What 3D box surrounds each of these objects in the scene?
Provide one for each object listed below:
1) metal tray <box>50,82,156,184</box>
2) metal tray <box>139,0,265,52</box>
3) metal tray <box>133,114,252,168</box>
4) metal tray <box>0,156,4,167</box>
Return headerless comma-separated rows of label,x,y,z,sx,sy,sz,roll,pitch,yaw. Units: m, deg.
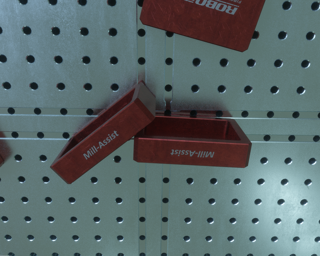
metal tray,-0.065,0.003,0.378,0.130,0.090,0.030,-37,106,12
metal tray,0.050,-0.149,0.357,0.131,0.030,0.089,14,109,-6
metal tray,0.036,0.013,0.383,0.131,0.090,0.030,3,110,-2
metal tray,-0.297,0.039,0.420,0.131,0.030,0.090,-20,109,6
